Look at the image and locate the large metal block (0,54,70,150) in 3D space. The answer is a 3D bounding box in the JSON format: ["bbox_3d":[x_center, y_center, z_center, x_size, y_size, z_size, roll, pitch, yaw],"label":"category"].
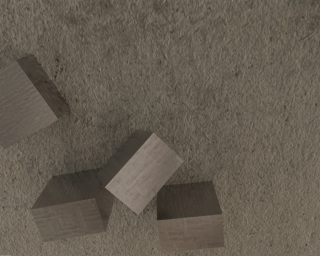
[{"bbox_3d":[-0.174,-0.033,0.383,0.080,0.050,0.080,-28,108,9],"label":"large metal block"}]

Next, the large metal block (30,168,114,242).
[{"bbox_3d":[-0.112,0.100,0.416,0.080,0.080,0.050,-11,110,4],"label":"large metal block"}]

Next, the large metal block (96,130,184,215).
[{"bbox_3d":[-0.028,0.050,0.384,0.050,0.080,0.080,44,79,-15],"label":"large metal block"}]

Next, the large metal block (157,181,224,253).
[{"bbox_3d":[0.039,0.118,0.424,0.080,0.080,0.050,-6,110,2],"label":"large metal block"}]
